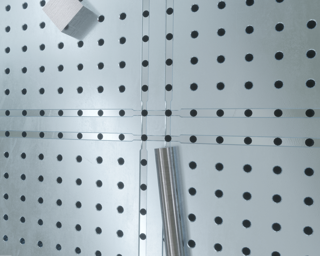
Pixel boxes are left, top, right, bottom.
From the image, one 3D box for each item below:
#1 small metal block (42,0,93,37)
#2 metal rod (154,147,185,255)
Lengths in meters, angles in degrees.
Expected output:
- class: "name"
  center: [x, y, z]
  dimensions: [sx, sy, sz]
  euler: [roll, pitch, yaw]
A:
- class: "small metal block"
  center: [-0.137, -0.174, 0.460]
  dimensions: [0.050, 0.025, 0.050]
  euler: [-43, 77, 14]
- class: "metal rod"
  center: [0.021, 0.174, 0.404]
  dimensions: [0.025, 0.025, 0.298]
  euler: [-7, 88, 19]
